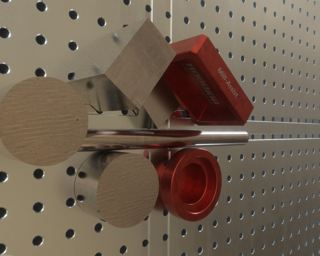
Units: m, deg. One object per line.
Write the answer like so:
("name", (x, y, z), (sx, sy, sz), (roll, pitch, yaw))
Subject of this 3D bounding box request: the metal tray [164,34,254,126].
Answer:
("metal tray", (0.054, -0.056, 0.411), (0.130, 0.090, 0.030), (47, 62, -30))

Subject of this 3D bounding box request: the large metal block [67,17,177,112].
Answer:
("large metal block", (-0.042, -0.065, 0.338), (0.050, 0.080, 0.080), (47, 62, -31))

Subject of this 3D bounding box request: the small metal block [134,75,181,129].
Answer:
("small metal block", (-0.008, -0.034, 0.403), (0.050, 0.025, 0.050), (-47, 118, -30))

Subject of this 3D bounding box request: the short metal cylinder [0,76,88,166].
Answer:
("short metal cylinder", (-0.117, -0.006, 0.294), (0.081, 0.050, 0.080), (0, 90, -40))

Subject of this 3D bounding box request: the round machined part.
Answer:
("round machined part", (0.038, 0.076, 0.430), (0.099, 0.042, 0.097), (0, 90, -40))

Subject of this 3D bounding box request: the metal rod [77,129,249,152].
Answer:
("metal rod", (0.025, 0.015, 0.429), (0.302, 0.025, 0.025), (1, 90, -40))

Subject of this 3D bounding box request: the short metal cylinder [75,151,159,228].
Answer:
("short metal cylinder", (-0.048, 0.067, 0.352), (0.081, 0.050, 0.080), (0, 90, -40))
